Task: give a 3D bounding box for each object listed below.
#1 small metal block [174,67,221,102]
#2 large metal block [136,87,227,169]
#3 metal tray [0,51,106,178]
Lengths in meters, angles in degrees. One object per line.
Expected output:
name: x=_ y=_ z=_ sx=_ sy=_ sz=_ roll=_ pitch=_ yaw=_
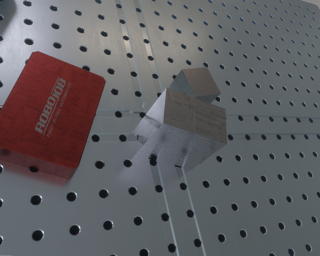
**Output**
small metal block: x=0.058 y=-0.065 z=0.479 sx=0.050 sy=0.025 sz=0.050 roll=-11 pitch=68 yaw=-33
large metal block: x=0.025 y=0.005 z=0.384 sx=0.081 sy=0.080 sz=0.050 roll=18 pitch=55 yaw=-18
metal tray: x=-0.122 y=-0.018 z=0.350 sx=0.091 sy=0.030 sz=0.130 roll=21 pitch=54 yaw=-16
